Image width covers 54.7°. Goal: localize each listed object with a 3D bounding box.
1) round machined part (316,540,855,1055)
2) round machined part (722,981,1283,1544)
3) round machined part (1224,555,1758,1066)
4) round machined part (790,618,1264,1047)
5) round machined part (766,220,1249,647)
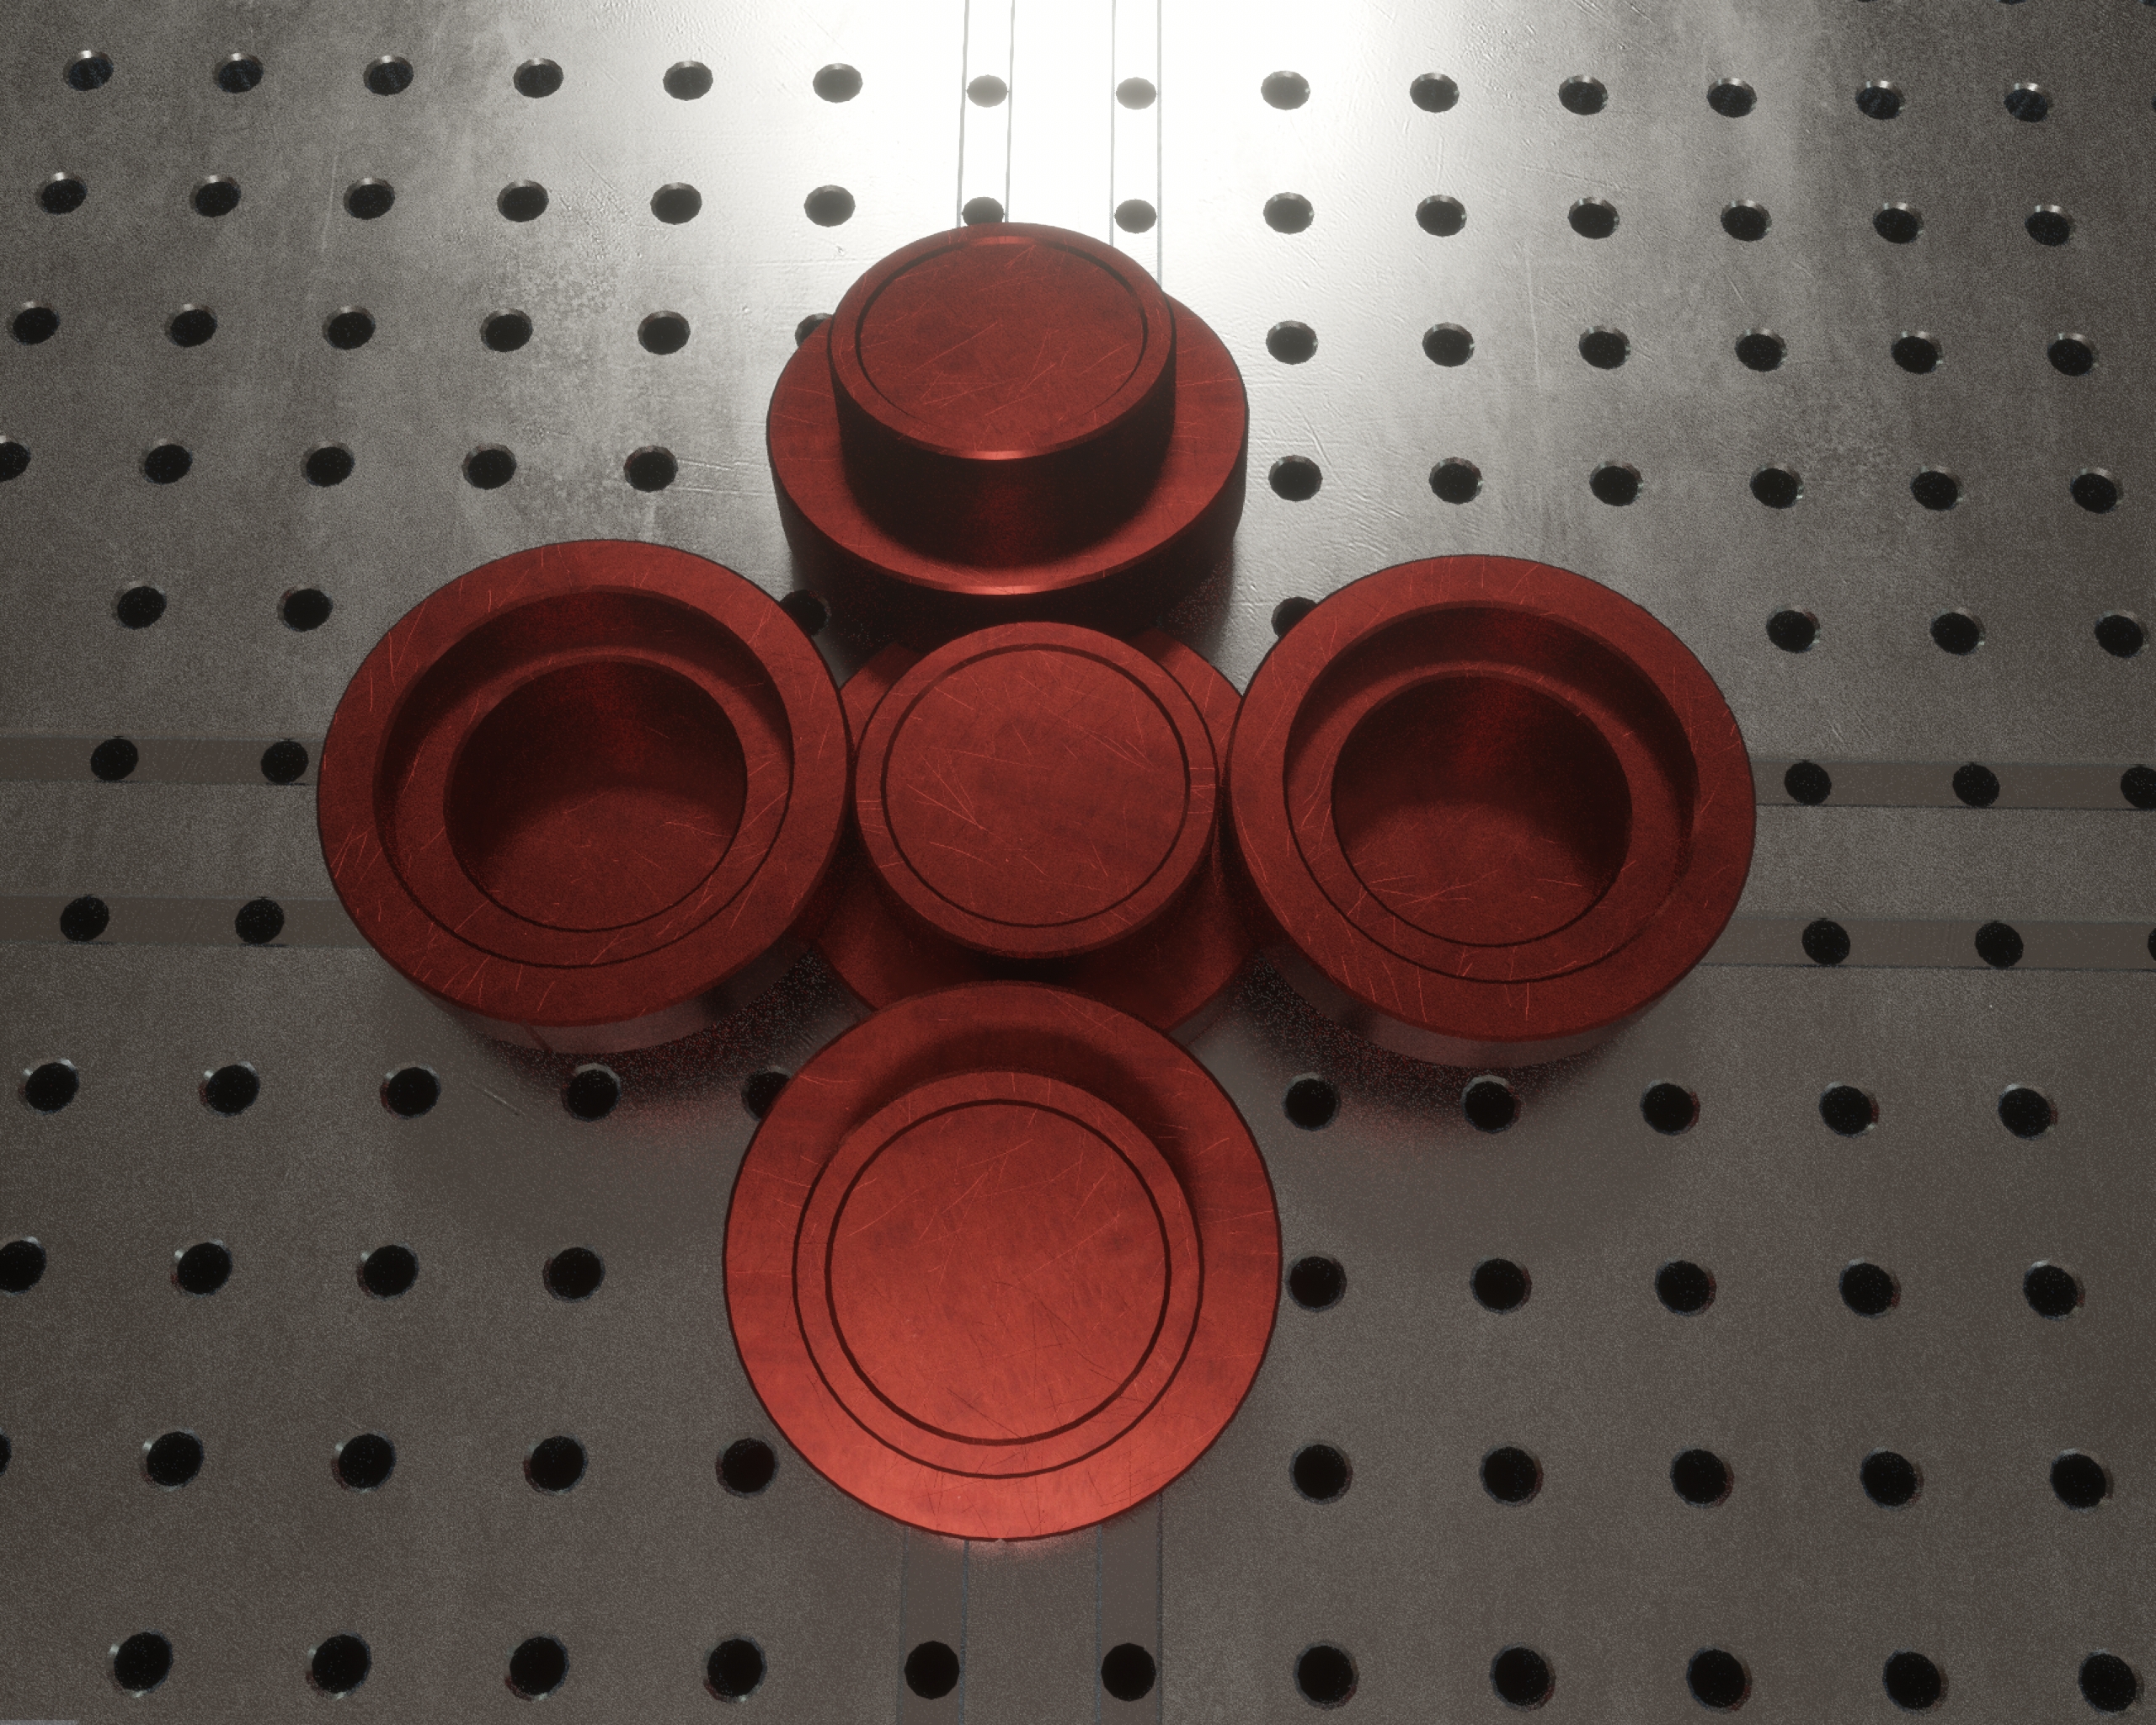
[{"bbox_3d":[-0.091,-0.010,0.405,0.099,0.042,0.098,0,70,-1],"label":"round machined part"},{"bbox_3d":[-0.013,0.069,0.365,0.099,0.042,0.097,0,85,0],"label":"round machined part"},{"bbox_3d":[0.077,-0.007,0.406,0.099,0.042,0.098,0,70,-1],"label":"round machined part"},{"bbox_3d":[-0.008,-0.008,0.404,0.099,0.042,0.098,0,70,-1],"label":"round machined part"},{"bbox_3d":[-0.014,-0.092,0.424,0.099,0.042,0.098,-1,56,1],"label":"round machined part"}]
